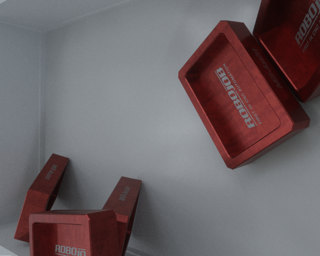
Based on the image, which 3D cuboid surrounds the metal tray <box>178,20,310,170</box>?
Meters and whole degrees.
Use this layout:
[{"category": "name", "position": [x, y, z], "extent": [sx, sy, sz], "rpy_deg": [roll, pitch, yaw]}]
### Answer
[{"category": "metal tray", "position": [0.079, -0.034, 0.323], "extent": [0.090, 0.030, 0.130], "rpy_deg": [-47, 62, 45]}]

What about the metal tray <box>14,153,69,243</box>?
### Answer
[{"category": "metal tray", "position": [-0.188, 0.109, 0.502], "extent": [0.130, 0.030, 0.089], "rpy_deg": [-98, 29, -70]}]

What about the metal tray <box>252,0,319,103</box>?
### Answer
[{"category": "metal tray", "position": [0.120, -0.086, 0.244], "extent": [0.030, 0.130, 0.090], "rpy_deg": [-26, 70, -3]}]

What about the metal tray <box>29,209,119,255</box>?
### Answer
[{"category": "metal tray", "position": [-0.093, 0.132, 0.319], "extent": [0.130, 0.030, 0.090], "rpy_deg": [-15, 77, 43]}]

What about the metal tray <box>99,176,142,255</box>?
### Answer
[{"category": "metal tray", "position": [-0.052, 0.123, 0.384], "extent": [0.030, 0.130, 0.089], "rpy_deg": [12, 98, 1]}]
